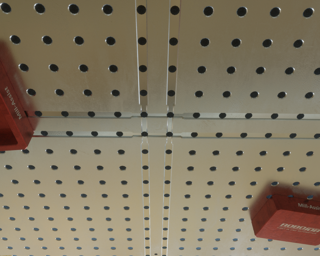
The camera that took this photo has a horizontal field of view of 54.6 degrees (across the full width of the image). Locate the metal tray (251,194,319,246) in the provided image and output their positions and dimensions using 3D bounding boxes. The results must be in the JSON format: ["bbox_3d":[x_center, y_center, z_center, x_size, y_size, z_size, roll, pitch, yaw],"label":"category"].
[{"bbox_3d":[0.243,0.166,0.551,0.131,0.030,0.089,11,129,-10],"label":"metal tray"}]

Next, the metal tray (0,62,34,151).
[{"bbox_3d":[-0.225,-0.027,0.383,0.090,0.030,0.129,-4,130,3],"label":"metal tray"}]
